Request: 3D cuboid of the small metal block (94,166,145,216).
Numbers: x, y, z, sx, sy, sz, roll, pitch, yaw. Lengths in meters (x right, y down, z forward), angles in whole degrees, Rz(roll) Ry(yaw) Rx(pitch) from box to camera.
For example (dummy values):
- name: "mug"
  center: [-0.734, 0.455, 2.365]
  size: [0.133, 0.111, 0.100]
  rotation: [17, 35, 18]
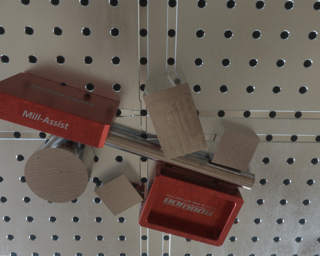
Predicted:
- name: "small metal block"
  center: [-0.058, 0.091, 0.447]
  size: [0.050, 0.025, 0.050]
  rotation: [-31, 107, 10]

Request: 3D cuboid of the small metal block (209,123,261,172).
- name: "small metal block"
  center: [0.101, 0.026, 0.424]
  size: [0.050, 0.025, 0.050]
  rotation: [16, 109, -6]

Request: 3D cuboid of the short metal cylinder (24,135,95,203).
- name: "short metal cylinder"
  center: [-0.132, 0.053, 0.417]
  size: [0.081, 0.050, 0.079]
  rotation: [0, 110, 0]

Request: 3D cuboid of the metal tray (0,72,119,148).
- name: "metal tray"
  center: [-0.120, -0.024, 0.367]
  size: [0.131, 0.090, 0.030]
  rotation: [17, 109, -7]

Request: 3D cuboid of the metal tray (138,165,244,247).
- name: "metal tray"
  center: [0.044, 0.115, 0.453]
  size: [0.131, 0.030, 0.089]
  rotation: [17, 109, -7]

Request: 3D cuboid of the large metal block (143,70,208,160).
- name: "large metal block"
  center: [0.018, -0.019, 0.378]
  size: [0.050, 0.080, 0.080]
  rotation: [-17, 109, 6]

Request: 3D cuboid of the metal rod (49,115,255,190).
- name: "metal rod"
  center: [-0.013, 0.030, 0.424]
  size: [0.302, 0.025, 0.025]
  rotation: [18, 109, -7]
